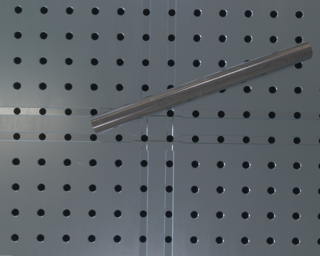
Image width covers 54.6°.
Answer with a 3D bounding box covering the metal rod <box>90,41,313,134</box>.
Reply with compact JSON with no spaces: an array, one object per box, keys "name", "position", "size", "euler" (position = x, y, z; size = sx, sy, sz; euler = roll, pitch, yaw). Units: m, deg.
[{"name":"metal rod","position":[0.054,-0.054,0.413],"size":[0.301,0.025,0.025],"euler":[-19,90,0]}]
